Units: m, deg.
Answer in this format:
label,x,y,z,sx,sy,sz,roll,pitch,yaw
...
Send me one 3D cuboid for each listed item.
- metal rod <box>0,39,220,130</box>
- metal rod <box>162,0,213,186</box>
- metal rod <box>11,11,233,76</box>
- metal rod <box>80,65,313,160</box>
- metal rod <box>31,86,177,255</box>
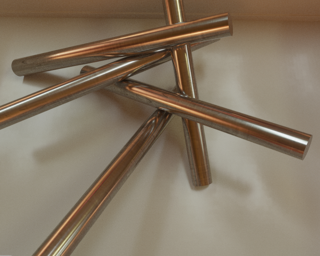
label,x,y,z,sx,sy,sz,roll,pitch,yaw
metal rod,-0.061,-0.066,0.379,0.302,0.025,0.025,-24,72,-12
metal rod,0.028,-0.077,0.374,0.025,0.025,0.298,-10,95,-4
metal rod,-0.064,-0.097,0.381,0.301,0.025,0.025,-5,68,24
metal rod,0.015,-0.029,0.360,0.300,0.025,0.025,22,70,31
metal rod,-0.033,0.032,0.335,0.025,0.025,0.301,29,48,10
